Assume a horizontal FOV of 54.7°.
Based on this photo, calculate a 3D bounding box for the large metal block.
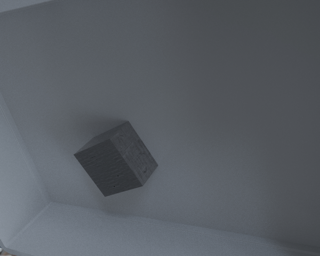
[{"bbox_3d":[-0.064,0.047,0.453,0.080,0.050,0.080,-23,106,36],"label":"large metal block"}]
